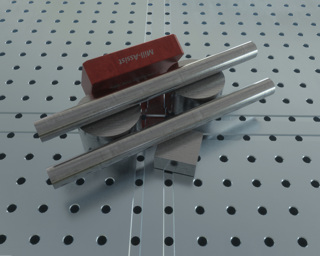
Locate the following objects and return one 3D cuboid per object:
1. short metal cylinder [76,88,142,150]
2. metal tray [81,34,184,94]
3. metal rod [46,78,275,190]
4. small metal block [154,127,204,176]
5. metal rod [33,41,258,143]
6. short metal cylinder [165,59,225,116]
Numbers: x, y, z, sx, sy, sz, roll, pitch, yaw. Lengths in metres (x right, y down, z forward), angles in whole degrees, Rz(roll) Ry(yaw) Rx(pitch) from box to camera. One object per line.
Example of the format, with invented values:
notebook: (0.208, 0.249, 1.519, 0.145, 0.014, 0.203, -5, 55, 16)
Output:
short metal cylinder: (-0.063, -0.005, 0.395, 0.081, 0.050, 0.080, 0, 50, 0)
metal tray: (-0.041, -0.081, 0.431, 0.131, 0.090, 0.030, -23, 86, -19)
metal rod: (0.016, -0.002, 0.375, 0.302, 0.025, 0.025, -23, 54, -19)
small metal block: (0.024, 0.027, 0.384, 0.050, 0.025, 0.050, 12, 51, 9)
metal rod: (-0.002, -0.053, 0.385, 0.302, 0.025, 0.025, -24, 54, -19)
short metal cylinder: (0.047, -0.052, 0.436, 0.081, 0.050, 0.080, 0, 50, 0)
